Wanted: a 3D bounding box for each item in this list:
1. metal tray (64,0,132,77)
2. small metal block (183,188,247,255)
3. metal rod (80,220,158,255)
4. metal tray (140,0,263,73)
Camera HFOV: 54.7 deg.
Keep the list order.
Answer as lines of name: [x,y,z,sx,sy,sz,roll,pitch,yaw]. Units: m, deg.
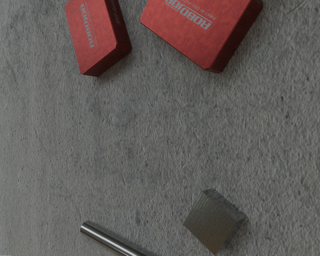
metal tray: [-0.099,-0.157,0.481,0.090,0.030,0.129,-27,74,36]
small metal block: [0.061,0.105,0.353,0.050,0.025,0.050,38,113,33]
metal rod: [-0.003,0.182,0.405,0.300,0.025,0.025,10,97,39]
metal tray: [0.042,-0.136,0.366,0.130,0.030,0.089,45,116,30]
